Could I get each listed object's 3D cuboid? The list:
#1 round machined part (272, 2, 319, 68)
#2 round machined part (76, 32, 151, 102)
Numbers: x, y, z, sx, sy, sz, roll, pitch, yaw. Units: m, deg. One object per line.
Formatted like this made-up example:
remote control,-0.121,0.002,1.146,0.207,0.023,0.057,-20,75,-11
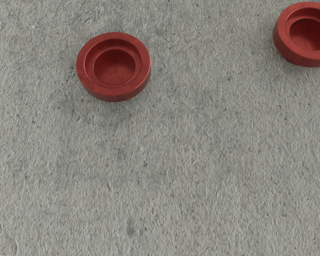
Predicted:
round machined part,0.212,-0.129,0.448,0.099,0.042,0.098,0,70,0
round machined part,-0.062,-0.080,0.428,0.099,0.042,0.098,0,70,0
